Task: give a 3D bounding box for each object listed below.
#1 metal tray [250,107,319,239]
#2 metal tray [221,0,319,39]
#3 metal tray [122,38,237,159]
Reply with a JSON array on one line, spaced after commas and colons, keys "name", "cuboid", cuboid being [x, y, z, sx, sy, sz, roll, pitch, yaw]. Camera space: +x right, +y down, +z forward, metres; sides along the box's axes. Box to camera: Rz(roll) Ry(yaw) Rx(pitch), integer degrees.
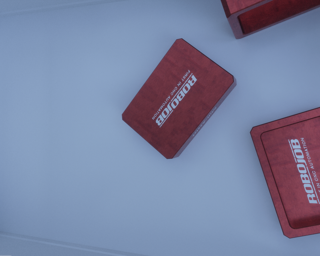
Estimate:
[{"name": "metal tray", "cuboid": [0.166, 0.049, 0.349, 0.090, 0.030, 0.129, -18, 84, 19]}, {"name": "metal tray", "cuboid": [0.135, -0.143, 0.328, 0.130, 0.090, 0.030, -19, 84, 19]}, {"name": "metal tray", "cuboid": [0.023, -0.036, 0.400, 0.090, 0.030, 0.130, 41, 103, 15]}]
